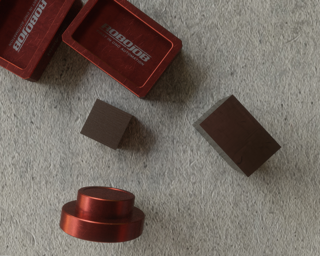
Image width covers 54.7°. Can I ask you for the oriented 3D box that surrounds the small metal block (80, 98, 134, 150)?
[{"bbox_3d":[-0.069,-0.005,0.409,0.050,0.025,0.050,26,90,0],"label":"small metal block"}]

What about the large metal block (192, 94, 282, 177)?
[{"bbox_3d":[0.089,0.008,0.383,0.050,0.080,0.080,-43,90,0],"label":"large metal block"}]

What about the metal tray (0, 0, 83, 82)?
[{"bbox_3d":[-0.174,-0.137,0.405,0.090,0.030,0.130,30,90,0],"label":"metal tray"}]

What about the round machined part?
[{"bbox_3d":[-0.067,0.098,0.373,0.099,0.098,0.042,8,90,0],"label":"round machined part"}]

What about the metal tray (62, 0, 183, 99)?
[{"bbox_3d":[-0.048,-0.111,0.406,0.130,0.030,0.090,37,90,0],"label":"metal tray"}]
